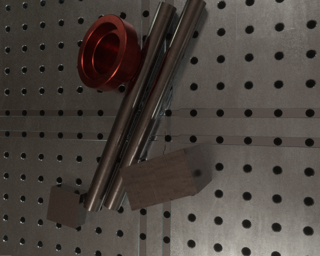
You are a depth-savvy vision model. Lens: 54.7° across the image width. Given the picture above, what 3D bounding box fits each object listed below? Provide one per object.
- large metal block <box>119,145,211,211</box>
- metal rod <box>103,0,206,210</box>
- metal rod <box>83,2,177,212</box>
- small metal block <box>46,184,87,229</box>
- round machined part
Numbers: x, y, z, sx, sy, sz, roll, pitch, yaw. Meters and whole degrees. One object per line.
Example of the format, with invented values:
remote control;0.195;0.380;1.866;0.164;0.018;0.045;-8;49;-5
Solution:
large metal block;0.010;0.058;0.379;0.080;0.080;0.050;-19;84;18
metal rod;-0.010;-0.027;0.415;0.025;0.025;0.298;26;98;18
metal rod;-0.044;-0.023;0.427;0.025;0.025;0.298;24;98;18
small metal block;-0.136;0.115;0.459;0.050;0.025;0.050;11;94;19
round machined part;-0.063;-0.096;0.413;0.098;0.042;0.098;-10;75;40
